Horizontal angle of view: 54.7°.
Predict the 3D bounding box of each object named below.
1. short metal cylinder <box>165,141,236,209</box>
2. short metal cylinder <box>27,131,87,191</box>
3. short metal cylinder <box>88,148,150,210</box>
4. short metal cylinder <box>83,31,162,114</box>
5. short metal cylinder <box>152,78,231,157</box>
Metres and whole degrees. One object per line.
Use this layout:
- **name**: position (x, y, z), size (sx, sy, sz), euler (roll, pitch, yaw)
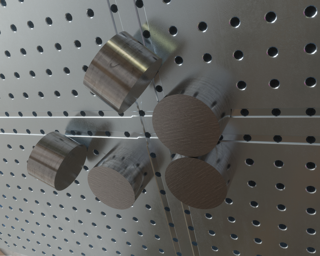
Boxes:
- **short metal cylinder**: position (0.053, 0.058, 0.402), size (0.080, 0.050, 0.079), euler (13, 124, 20)
- **short metal cylinder**: position (-0.160, 0.052, 0.490), size (0.050, 0.080, 0.079), euler (25, 127, 13)
- **short metal cylinder**: position (-0.062, 0.077, 0.474), size (0.080, 0.050, 0.079), euler (13, 124, 20)
- **short metal cylinder**: position (-0.042, -0.063, 0.357), size (0.050, 0.080, 0.080), euler (38, 129, 2)
- **short metal cylinder**: position (0.038, -0.013, 0.366), size (0.080, 0.050, 0.079), euler (13, 124, 20)
